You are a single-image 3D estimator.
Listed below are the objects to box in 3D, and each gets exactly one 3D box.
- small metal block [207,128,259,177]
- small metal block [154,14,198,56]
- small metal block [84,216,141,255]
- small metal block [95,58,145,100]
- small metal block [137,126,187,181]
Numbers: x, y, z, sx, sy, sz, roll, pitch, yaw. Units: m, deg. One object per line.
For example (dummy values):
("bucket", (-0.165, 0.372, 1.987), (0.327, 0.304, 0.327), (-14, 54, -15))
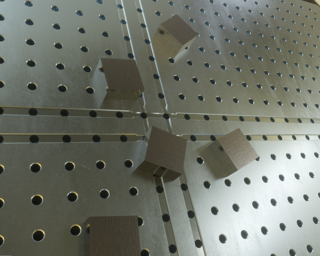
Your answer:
("small metal block", (0.105, 0.034, 0.443), (0.050, 0.025, 0.050), (-23, 74, -36))
("small metal block", (0.028, -0.156, 0.517), (0.050, 0.025, 0.050), (44, 51, 2))
("small metal block", (-0.048, 0.117, 0.311), (0.050, 0.025, 0.050), (6, 59, -25))
("small metal block", (-0.054, -0.066, 0.418), (0.050, 0.025, 0.050), (-4, 64, -30))
("small metal block", (0.003, 0.032, 0.390), (0.050, 0.025, 0.050), (22, 54, -15))
